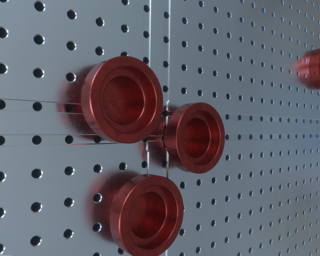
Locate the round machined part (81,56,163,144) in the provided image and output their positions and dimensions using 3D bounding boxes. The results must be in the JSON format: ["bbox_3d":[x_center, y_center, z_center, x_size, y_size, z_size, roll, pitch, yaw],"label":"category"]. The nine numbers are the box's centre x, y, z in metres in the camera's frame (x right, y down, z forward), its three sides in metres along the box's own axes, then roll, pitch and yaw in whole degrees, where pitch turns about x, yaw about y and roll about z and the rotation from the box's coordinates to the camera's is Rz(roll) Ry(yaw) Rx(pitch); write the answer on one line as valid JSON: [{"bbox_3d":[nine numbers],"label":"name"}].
[{"bbox_3d":[-0.047,-0.031,0.360,0.099,0.042,0.097,0,90,-40],"label":"round machined part"}]

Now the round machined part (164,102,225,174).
[{"bbox_3d":[0.045,0.013,0.438,0.099,0.042,0.097,0,90,-40],"label":"round machined part"}]

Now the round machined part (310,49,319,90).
[{"bbox_3d":[0.400,-0.142,0.738,0.099,0.042,0.097,0,90,-40],"label":"round machined part"}]

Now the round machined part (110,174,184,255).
[{"bbox_3d":[-0.020,0.106,0.383,0.099,0.042,0.097,0,90,-40],"label":"round machined part"}]
